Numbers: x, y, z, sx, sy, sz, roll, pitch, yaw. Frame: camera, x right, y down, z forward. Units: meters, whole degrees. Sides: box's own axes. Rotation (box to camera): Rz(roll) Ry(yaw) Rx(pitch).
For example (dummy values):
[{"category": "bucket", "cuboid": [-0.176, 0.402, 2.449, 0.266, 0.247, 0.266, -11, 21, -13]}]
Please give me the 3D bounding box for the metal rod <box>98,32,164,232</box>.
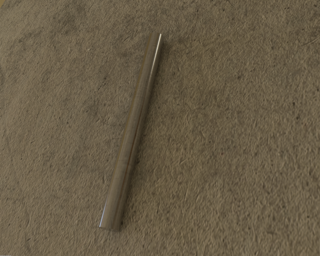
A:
[{"category": "metal rod", "cuboid": [-0.033, -0.013, 0.429, 0.025, 0.025, 0.300, -3, 60, 27]}]
